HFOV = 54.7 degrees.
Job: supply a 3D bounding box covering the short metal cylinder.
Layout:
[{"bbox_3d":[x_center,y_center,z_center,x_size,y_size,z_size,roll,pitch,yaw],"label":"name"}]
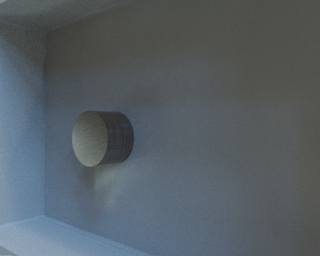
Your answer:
[{"bbox_3d":[-0.085,0.015,0.458,0.080,0.050,0.079,0,90,39],"label":"short metal cylinder"}]
